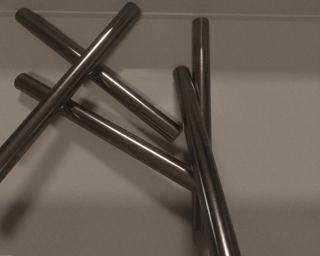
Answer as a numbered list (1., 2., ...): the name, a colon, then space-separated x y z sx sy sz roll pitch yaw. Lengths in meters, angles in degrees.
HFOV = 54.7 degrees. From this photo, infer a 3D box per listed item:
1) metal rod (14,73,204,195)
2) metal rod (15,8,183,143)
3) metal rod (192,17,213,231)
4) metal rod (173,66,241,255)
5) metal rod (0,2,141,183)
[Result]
1. metal rod: -0.065 0.004 0.393 0.301 0.025 0.025 29 72 15
2. metal rod: -0.093 -0.080 0.437 0.300 0.025 0.025 38 74 12
3. metal rod: 0.056 -0.019 0.417 0.025 0.025 0.299 2 70 0
4. metal rod: 0.044 0.028 0.335 0.025 0.025 0.300 -5 45 -2
5. metal rod: -0.114 -0.059 0.397 0.025 0.025 0.300 29 67 9
